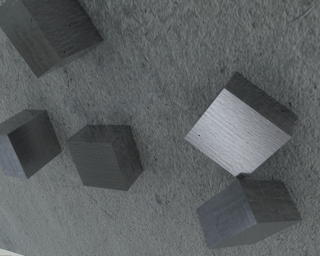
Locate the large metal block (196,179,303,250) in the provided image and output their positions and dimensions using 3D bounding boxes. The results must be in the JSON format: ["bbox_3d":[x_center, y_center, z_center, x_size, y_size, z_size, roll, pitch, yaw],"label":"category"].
[{"bbox_3d":[0.105,0.104,0.373,0.080,0.081,0.050,-49,45,39],"label":"large metal block"}]

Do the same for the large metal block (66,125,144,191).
[{"bbox_3d":[-0.080,0.042,0.459,0.080,0.050,0.080,1,119,28],"label":"large metal block"}]

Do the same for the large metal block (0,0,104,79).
[{"bbox_3d":[-0.128,-0.117,0.366,0.050,0.080,0.080,-23,106,36],"label":"large metal block"}]

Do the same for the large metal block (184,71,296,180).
[{"bbox_3d":[0.087,-0.001,0.344,0.080,0.050,0.080,37,129,3],"label":"large metal block"}]

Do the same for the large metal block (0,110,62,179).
[{"bbox_3d":[-0.216,0.024,0.500,0.050,0.080,0.079,3,120,27],"label":"large metal block"}]
